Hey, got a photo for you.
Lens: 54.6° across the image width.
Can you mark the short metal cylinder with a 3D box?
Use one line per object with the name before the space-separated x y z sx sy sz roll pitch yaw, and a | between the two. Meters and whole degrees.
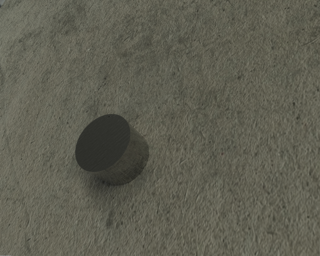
short metal cylinder | -0.061 0.029 0.404 0.080 0.050 0.080 -13 56 21
